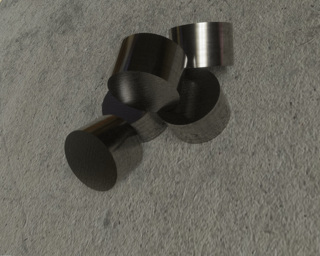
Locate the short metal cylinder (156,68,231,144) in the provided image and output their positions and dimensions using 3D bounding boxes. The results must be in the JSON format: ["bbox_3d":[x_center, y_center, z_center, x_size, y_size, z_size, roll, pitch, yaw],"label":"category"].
[{"bbox_3d":[0.041,-0.027,0.382,0.080,0.050,0.080,-13,56,20],"label":"short metal cylinder"}]

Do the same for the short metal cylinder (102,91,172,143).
[{"bbox_3d":[-0.030,-0.026,0.419,0.080,0.050,0.080,-13,56,20],"label":"short metal cylinder"}]

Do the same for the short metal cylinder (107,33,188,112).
[{"bbox_3d":[-0.013,-0.059,0.348,0.080,0.080,0.050,-1,61,27],"label":"short metal cylinder"}]

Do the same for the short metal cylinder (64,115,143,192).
[{"bbox_3d":[-0.068,0.030,0.378,0.080,0.079,0.050,8,27,31],"label":"short metal cylinder"}]

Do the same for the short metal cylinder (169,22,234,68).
[{"bbox_3d":[0.053,-0.102,0.395,0.080,0.080,0.050,1,100,28],"label":"short metal cylinder"}]
